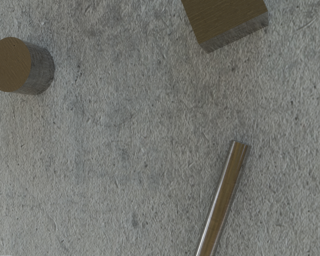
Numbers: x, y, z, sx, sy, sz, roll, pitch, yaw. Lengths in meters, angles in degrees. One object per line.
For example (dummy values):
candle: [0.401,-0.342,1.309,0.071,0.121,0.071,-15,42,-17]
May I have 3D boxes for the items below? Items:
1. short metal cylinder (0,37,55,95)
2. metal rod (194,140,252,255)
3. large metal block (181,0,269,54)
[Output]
short metal cylinder: [-0.209,-0.092,0.470,0.080,0.050,0.080,0,90,20]
metal rod: [0.056,0.160,0.389,0.025,0.025,0.298,19,96,19]
large metal block: [0.074,-0.147,0.369,0.080,0.050,0.080,-23,83,18]
